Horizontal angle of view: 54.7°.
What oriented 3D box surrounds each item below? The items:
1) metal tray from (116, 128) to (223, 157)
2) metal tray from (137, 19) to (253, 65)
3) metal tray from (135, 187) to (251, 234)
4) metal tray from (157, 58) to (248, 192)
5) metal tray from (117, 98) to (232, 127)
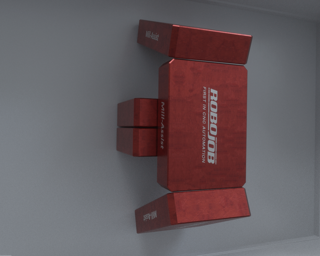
[{"bbox_3d":[0.020,0.015,0.382,0.131,0.090,0.030,1,90,-20],"label":"metal tray"},{"bbox_3d":[0.033,-0.104,0.364,0.091,0.130,0.030,1,110,-20],"label":"metal tray"},{"bbox_3d":[0.031,0.099,0.363,0.091,0.129,0.030,1,68,-21],"label":"metal tray"},{"bbox_3d":[0.045,-0.002,0.327,0.091,0.030,0.129,1,90,-21],"label":"metal tray"},{"bbox_3d":[0.021,-0.016,0.382,0.131,0.090,0.030,1,90,-20],"label":"metal tray"}]
